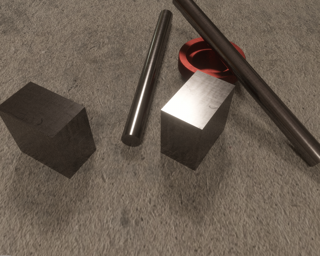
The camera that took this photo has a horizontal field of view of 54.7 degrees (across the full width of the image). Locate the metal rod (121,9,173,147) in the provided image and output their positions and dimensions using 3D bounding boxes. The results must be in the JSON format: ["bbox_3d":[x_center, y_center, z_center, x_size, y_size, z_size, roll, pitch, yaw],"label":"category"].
[{"bbox_3d":[-0.012,-0.097,0.484,0.025,0.025,0.300,7,50,6],"label":"metal rod"}]

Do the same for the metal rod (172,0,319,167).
[{"bbox_3d":[0.112,-0.077,0.418,0.025,0.025,0.299,-28,72,-22],"label":"metal rod"}]

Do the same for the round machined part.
[{"bbox_3d":[0.076,-0.093,0.471,0.099,0.042,0.098,0,50,0],"label":"round machined part"}]

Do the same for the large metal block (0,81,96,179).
[{"bbox_3d":[-0.129,0.003,0.363,0.080,0.080,0.050,24,54,19],"label":"large metal block"}]

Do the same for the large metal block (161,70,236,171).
[{"bbox_3d":[0.044,-0.009,0.376,0.050,0.080,0.080,27,55,20],"label":"large metal block"}]
